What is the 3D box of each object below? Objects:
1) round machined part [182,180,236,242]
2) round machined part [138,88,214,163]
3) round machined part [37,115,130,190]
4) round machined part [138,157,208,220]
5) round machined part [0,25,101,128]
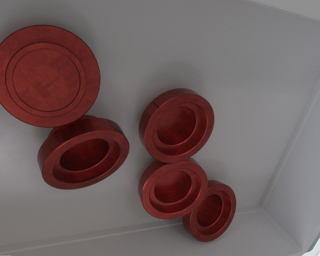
[{"bbox_3d":[0.075,0.131,0.508,0.099,0.042,0.097,-9,106,-32],"label":"round machined part"},{"bbox_3d":[0.018,-0.007,0.402,0.099,0.042,0.097,-13,123,-21],"label":"round machined part"},{"bbox_3d":[-0.088,0.023,0.352,0.099,0.042,0.097,-22,145,-17],"label":"round machined part"},{"bbox_3d":[0.016,0.080,0.449,0.099,0.042,0.097,-8,116,-16],"label":"round machined part"},{"bbox_3d":[-0.106,-0.047,0.294,0.099,0.042,0.097,-5,106,-17],"label":"round machined part"}]
